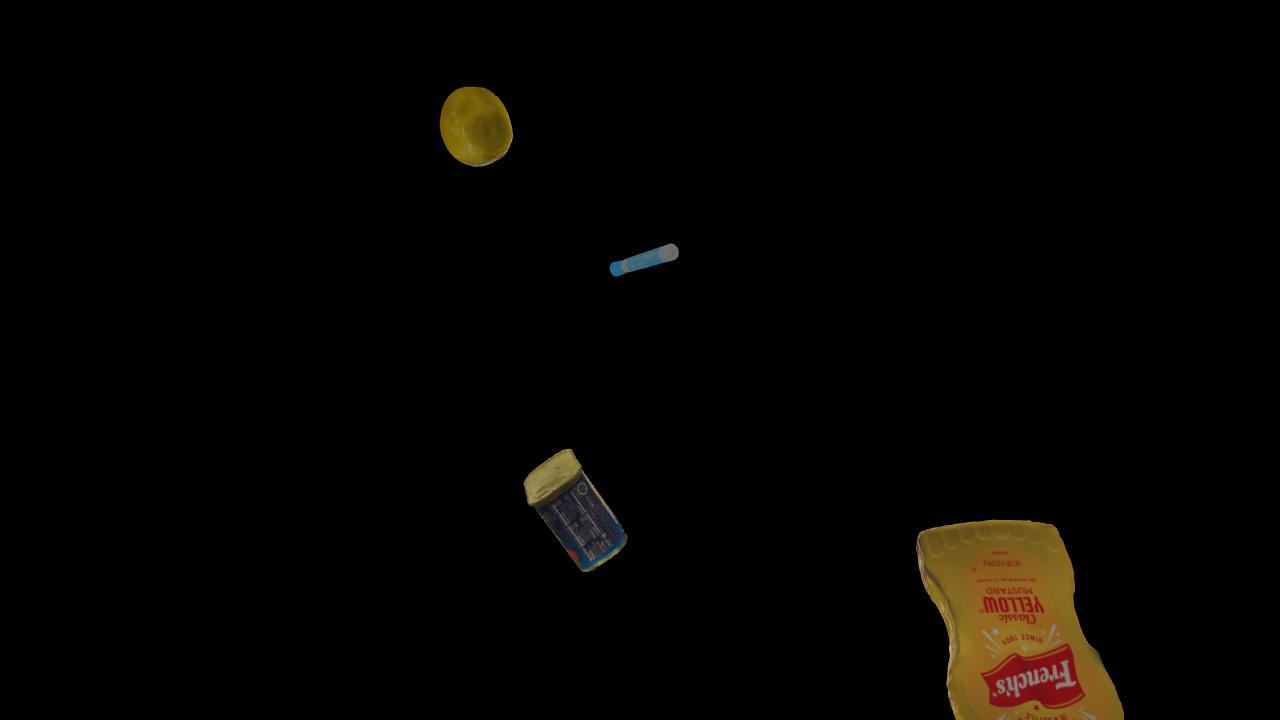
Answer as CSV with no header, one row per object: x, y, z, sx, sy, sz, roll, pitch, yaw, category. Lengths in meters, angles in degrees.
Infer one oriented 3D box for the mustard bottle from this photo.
0.234,0.194,0.374,0.092,0.184,0.054,-4,-37,10,mustard bottle

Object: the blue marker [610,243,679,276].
0.001,-0.118,0.737,0.020,0.020,0.121,0,-3,-36,blue marker

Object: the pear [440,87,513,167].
-0.186,-0.255,0.668,0.080,0.080,0.111,0,21,-34,pear

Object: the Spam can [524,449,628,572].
-0.062,0.141,0.588,0.058,0.085,0.101,-35,12,-9,Spam can
